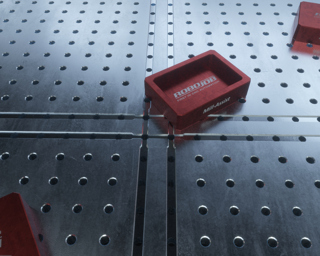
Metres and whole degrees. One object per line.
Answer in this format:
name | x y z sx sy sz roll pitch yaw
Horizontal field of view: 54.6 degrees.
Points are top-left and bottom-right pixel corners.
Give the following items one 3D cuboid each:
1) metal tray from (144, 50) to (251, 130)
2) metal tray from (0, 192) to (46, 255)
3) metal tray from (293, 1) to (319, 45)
metal tray | 0.054 -0.061 0.455 0.131 0.030 0.090 -27 55 -21
metal tray | -0.184 0.130 0.295 0.131 0.030 0.090 -24 54 -19
metal tray | 0.315 -0.185 0.561 0.130 0.030 0.090 15 52 12
